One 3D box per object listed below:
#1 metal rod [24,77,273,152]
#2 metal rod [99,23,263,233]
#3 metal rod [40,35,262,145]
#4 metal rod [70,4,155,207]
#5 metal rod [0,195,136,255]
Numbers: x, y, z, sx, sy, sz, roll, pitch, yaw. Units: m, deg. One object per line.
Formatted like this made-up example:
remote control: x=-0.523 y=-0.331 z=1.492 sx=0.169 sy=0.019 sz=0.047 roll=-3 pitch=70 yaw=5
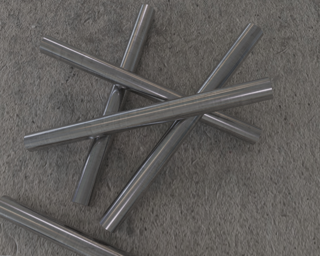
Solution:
metal rod: x=-0.025 y=-0.012 z=0.367 sx=0.301 sy=0.025 sz=0.025 roll=-12 pitch=70 yaw=13
metal rod: x=0.028 y=-0.003 z=0.377 sx=0.025 sy=0.025 sz=0.300 roll=36 pitch=86 yaw=12
metal rod: x=-0.012 y=-0.049 z=0.404 sx=0.301 sy=0.025 sz=0.025 roll=23 pitch=72 yaw=0
metal rod: x=-0.057 y=-0.044 z=0.423 sx=0.025 sy=0.025 sz=0.299 roll=14 pitch=70 yaw=5
metal rod: x=-0.053 y=0.148 z=0.353 sx=0.301 sy=0.025 sz=0.025 roll=22 pitch=72 yaw=7
